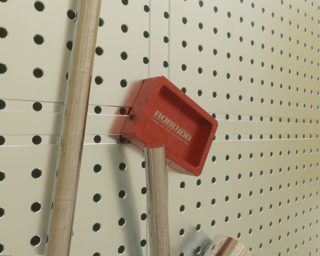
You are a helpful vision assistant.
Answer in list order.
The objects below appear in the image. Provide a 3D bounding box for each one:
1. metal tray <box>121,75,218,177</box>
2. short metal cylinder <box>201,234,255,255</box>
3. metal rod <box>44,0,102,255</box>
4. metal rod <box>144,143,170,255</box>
[{"bbox_3d":[0.019,0.001,0.424,0.130,0.030,0.090,35,68,-35],"label":"metal tray"},{"bbox_3d":[0.101,0.207,0.461,0.050,0.080,0.080,-43,116,-32],"label":"short metal cylinder"},{"bbox_3d":[-0.092,-0.012,0.333,0.025,0.025,0.298,10,84,-40],"label":"metal rod"},{"bbox_3d":[0.001,0.167,0.392,0.025,0.025,0.298,-11,104,-40],"label":"metal rod"}]
